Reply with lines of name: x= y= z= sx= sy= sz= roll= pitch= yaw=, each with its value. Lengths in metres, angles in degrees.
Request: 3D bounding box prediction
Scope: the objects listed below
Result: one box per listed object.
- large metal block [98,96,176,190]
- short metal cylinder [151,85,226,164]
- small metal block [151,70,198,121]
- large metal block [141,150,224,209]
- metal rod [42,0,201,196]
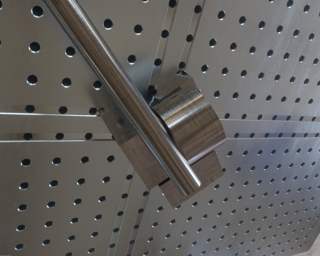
large metal block: x=-0.023 y=0.014 z=0.374 sx=0.050 sy=0.080 sz=0.080 roll=-33 pitch=129 yaw=-7
short metal cylinder: x=0.031 y=-0.002 z=0.360 sx=0.050 sy=0.080 sz=0.080 roll=-32 pitch=129 yaw=-8
small metal block: x=0.024 y=-0.038 z=0.403 sx=0.050 sy=0.025 sz=0.050 roll=-36 pitch=130 yaw=-5
large metal block: x=0.025 y=0.046 z=0.417 sx=0.080 sy=0.080 sz=0.050 roll=-33 pitch=129 yaw=-7
metal rod: x=-0.048 y=-0.054 z=0.285 sx=0.025 sy=0.025 sz=0.299 roll=-36 pitch=108 yaw=-5
